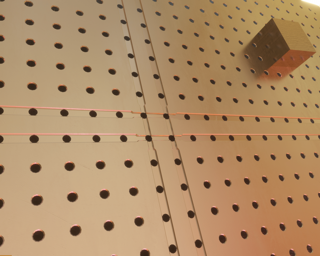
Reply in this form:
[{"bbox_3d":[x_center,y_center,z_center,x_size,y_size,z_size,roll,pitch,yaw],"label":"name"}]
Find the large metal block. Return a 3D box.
[{"bbox_3d":[0.257,-0.173,0.635,0.081,0.050,0.080,-4,64,-30],"label":"large metal block"}]
